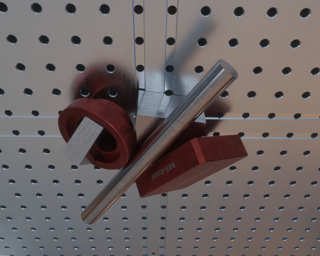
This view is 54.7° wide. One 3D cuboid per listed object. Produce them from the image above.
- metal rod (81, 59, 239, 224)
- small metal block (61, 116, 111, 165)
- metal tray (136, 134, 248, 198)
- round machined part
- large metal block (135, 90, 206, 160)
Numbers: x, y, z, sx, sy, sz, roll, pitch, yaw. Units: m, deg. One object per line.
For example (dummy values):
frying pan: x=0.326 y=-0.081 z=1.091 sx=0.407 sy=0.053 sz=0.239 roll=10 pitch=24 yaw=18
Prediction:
metal rod: x=-0.019 y=0.036 z=0.376 sx=0.025 sy=0.025 sz=0.298 roll=28 pitch=125 yaw=-22
small metal block: x=-0.085 y=0.016 z=0.371 sx=0.025 sy=0.050 sz=0.050 roll=33 pitch=88 yaw=6
metal tray: x=0.038 y=0.052 z=0.409 sx=0.091 sy=0.030 sz=0.129 roll=-2 pitch=154 yaw=-41
round machined part: x=-0.072 y=0.003 z=0.384 sx=0.098 sy=0.042 sz=0.097 roll=17 pitch=136 yaw=18
large metal block: x=0.007 y=0.003 z=0.398 sx=0.081 sy=0.050 sz=0.079 roll=7 pitch=130 yaw=-6
